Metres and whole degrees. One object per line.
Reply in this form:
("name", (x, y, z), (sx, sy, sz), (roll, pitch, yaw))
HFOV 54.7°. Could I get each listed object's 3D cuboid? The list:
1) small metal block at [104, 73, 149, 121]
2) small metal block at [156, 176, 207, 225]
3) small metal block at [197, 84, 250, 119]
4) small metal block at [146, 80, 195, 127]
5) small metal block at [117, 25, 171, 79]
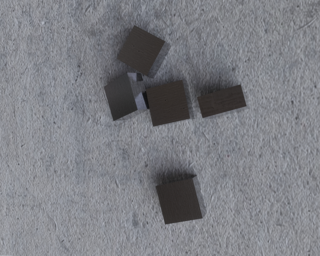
("small metal block", (-0.044, -0.041, 0.416), (0.050, 0.025, 0.050), (-21, 83, 41))
("small metal block", (0.028, 0.092, 0.399), (0.050, 0.025, 0.050), (-16, 85, 19))
("small metal block", (0.077, -0.030, 0.368), (0.050, 0.050, 0.025), (-15, 85, 19))
("small metal block", (0.014, -0.031, 0.404), (0.050, 0.025, 0.050), (-12, 86, 19))
("small metal block", (-0.021, -0.102, 0.416), (0.050, 0.025, 0.050), (32, 100, 17))
